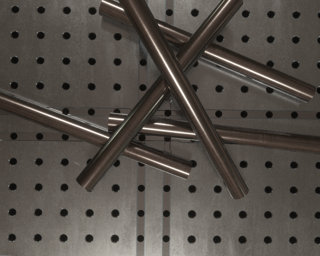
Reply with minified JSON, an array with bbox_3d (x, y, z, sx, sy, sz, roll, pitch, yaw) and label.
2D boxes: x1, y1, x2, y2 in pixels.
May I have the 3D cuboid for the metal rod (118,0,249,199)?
[{"bbox_3d":[0.033,-0.034,0.371,0.025,0.025,0.299,-32,108,0],"label":"metal rod"}]

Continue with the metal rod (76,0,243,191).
[{"bbox_3d":[0.000,-0.046,0.387,0.025,0.025,0.300,39,90,-1],"label":"metal rod"}]

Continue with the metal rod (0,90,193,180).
[{"bbox_3d":[-0.102,0.004,0.412,0.301,0.025,0.025,21,90,-1],"label":"metal rod"}]

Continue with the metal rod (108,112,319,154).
[{"bbox_3d":[0.083,0.008,0.414,0.302,0.025,0.025,6,90,-1],"label":"metal rod"}]

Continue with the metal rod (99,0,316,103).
[{"bbox_3d":[0.063,-0.104,0.414,0.301,0.025,0.025,23,90,-1],"label":"metal rod"}]
